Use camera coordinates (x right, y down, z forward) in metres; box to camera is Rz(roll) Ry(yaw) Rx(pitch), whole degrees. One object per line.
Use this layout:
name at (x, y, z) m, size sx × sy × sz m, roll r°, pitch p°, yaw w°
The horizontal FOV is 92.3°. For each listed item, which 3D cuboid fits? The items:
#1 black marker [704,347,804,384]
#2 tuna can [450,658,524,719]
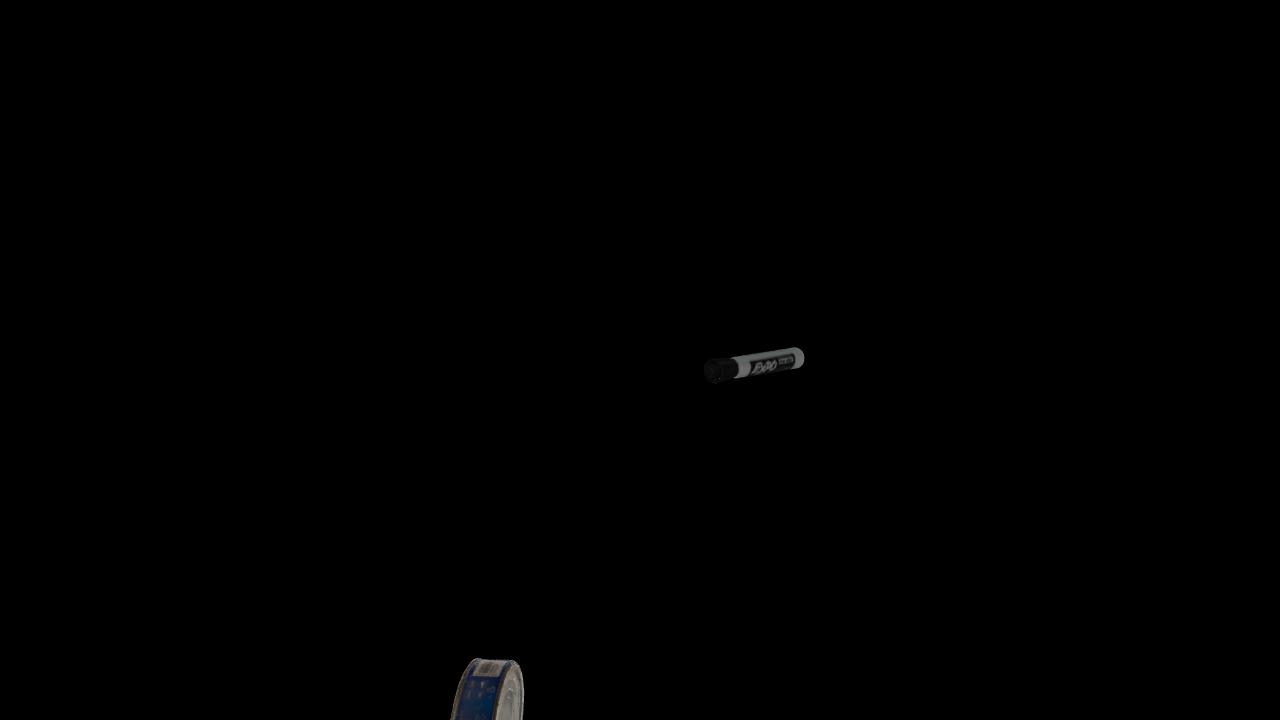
black marker at (0.094, 0.003, 0.502) m, size 0.121 × 0.020 × 0.020 m, roll -7°, pitch 5°, yaw -44°
tuna can at (-0.115, 0.274, 0.468) m, size 0.034 × 0.084 × 0.084 m, roll 0°, pitch 0°, yaw 4°
